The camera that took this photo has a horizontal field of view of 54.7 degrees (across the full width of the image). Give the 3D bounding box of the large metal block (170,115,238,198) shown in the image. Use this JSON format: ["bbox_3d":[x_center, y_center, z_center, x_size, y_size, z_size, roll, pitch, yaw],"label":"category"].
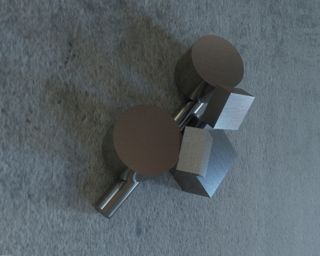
[{"bbox_3d":[0.055,0.037,0.436,0.080,0.050,0.080,-49,119,-29],"label":"large metal block"}]

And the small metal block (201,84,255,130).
[{"bbox_3d":[0.088,-0.026,0.401,0.050,0.025,0.050,3,119,-40],"label":"small metal block"}]

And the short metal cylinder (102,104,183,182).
[{"bbox_3d":[-0.021,0.019,0.356,0.081,0.050,0.080,8,69,-21],"label":"short metal cylinder"}]

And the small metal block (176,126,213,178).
[{"bbox_3d":[0.042,0.029,0.363,0.050,0.025,0.050,40,62,-69],"label":"small metal block"}]

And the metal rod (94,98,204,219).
[{"bbox_3d":[0.021,-0.003,0.425,0.301,0.025,0.025,-49,119,-29],"label":"metal rod"}]

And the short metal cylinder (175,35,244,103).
[{"bbox_3d":[0.068,-0.081,0.430,0.081,0.050,0.080,8,69,-21],"label":"short metal cylinder"}]
